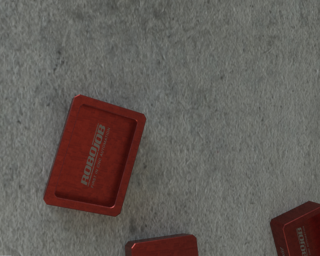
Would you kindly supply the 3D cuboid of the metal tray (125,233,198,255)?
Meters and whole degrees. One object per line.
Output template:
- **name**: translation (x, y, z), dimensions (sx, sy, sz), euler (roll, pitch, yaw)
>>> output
- **metal tray**: translation (0.007, 0.207, 0.391), dimensions (0.091, 0.030, 0.129), euler (0, 75, -23)

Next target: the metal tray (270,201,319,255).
- **metal tray**: translation (0.234, 0.195, 0.495), dimensions (0.091, 0.030, 0.129), euler (-18, 96, -20)

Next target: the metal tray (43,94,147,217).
- **metal tray**: translation (-0.078, 0.034, 0.378), dimensions (0.091, 0.030, 0.129), euler (17, 84, -20)
